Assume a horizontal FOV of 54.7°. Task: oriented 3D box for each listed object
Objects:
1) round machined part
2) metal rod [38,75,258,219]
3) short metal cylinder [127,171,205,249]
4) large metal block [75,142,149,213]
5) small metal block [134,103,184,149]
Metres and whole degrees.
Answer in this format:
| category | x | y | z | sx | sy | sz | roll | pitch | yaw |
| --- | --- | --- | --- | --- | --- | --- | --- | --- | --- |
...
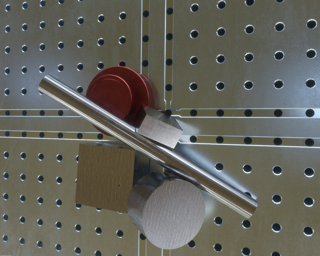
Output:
| category | x | y | z | sx | sy | sz | roll | pitch | yaw |
| --- | --- | --- | --- | --- | --- | --- | --- | --- | --- |
| round machined part | -0.061 | -0.036 | 0.424 | 0.098 | 0.042 | 0.097 | 0 | 90 | 19 |
| metal rod | -0.017 | 0.021 | 0.383 | 0.301 | 0.025 | 0.025 | 31 | 100 | 4 |
| short metal cylinder | 0.007 | 0.097 | 0.373 | 0.081 | 0.050 | 0.079 | -2 | 94 | -25 |
| large metal block | -0.063 | 0.063 | 0.418 | 0.080 | 0.050 | 0.079 | 5 | 92 | 19 |
| small metal block | -0.003 | -0.003 | 0.389 | 0.050 | 0.050 | 0.025 | 24 | 103 | -17 |
